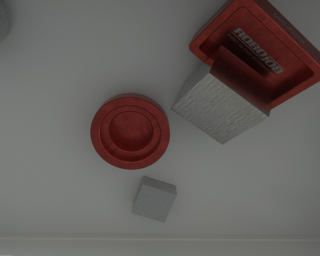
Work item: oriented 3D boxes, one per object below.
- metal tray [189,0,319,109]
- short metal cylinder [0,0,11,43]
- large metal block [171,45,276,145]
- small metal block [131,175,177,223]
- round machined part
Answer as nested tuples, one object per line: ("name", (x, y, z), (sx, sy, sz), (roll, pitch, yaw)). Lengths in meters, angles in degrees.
("metal tray", (0.111, -0.085, 0.356), (0.130, 0.030, 0.090), (37, 138, -13))
("short metal cylinder", (-0.215, -0.118, 0.339), (0.081, 0.050, 0.079), (-2, 130, -2))
("large metal block", (0.073, -0.035, 0.364), (0.080, 0.050, 0.080), (34, 143, -10))
("small metal block", (-0.009, 0.103, 0.449), (0.050, 0.025, 0.050), (19, 109, -8))
("round machined part", (-0.037, 0.001, 0.402), (0.099, 0.042, 0.097), (0, 110, -1))
